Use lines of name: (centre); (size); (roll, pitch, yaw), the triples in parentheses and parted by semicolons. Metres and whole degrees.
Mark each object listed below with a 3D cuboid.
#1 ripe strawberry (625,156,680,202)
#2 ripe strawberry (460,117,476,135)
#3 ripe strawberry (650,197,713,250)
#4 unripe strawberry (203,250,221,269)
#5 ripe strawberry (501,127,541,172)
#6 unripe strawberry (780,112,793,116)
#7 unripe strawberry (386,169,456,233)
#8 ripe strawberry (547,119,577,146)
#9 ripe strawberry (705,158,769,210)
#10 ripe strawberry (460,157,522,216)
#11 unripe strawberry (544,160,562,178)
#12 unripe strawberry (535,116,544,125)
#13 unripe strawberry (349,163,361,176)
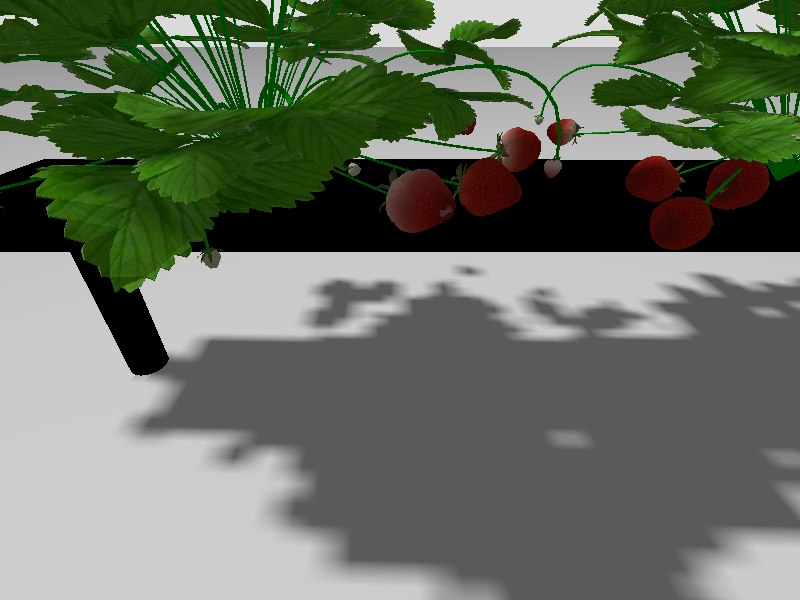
ripe strawberry: (0.186, -0.090, 0.298); (0.036, 0.031, 0.036); (-12, 36, -16)
ripe strawberry: (0.082, -0.218, 0.497); (0.027, 0.029, 0.030); (31, 4, 38)
ripe strawberry: (0.159, -0.043, 0.231); (0.033, 0.032, 0.030); (-24, 41, -30)
unripe strawberry: (-0.099, -0.021, 0.210); (0.009, 0.010, 0.010); (-4, 34, -6)
ripe strawberry: (0.107, -0.133, 0.357); (0.037, 0.039, 0.034); (-3, 34, -5)
unripe strawberry: (0.455, -0.209, 0.478); (0.026, 0.030, 0.028); (23, 40, 30)
unripe strawberry: (0.014, -0.059, 0.246); (0.039, 0.039, 0.043); (26, 41, 32)
ripe strawberry: (0.181, -0.189, 0.449); (0.031, 0.027, 0.031); (25, 41, 33)
ripe strawberry: (0.238, -0.081, 0.285); (0.037, 0.037, 0.035); (-23, 40, -29)
ripe strawberry: (0.063, -0.077, 0.276); (0.040, 0.039, 0.037); (14, 36, 19)
unripe strawberry: (0.126, -0.108, 0.330); (0.015, 0.015, 0.014); (2, 34, 3)
unripe strawberry: (0.164, -0.212, 0.473); (0.010, 0.010, 0.009); (28, 43, 35)
unripe strawberry: (-0.040, -0.116, 0.355); (0.011, 0.011, 0.010); (4, 33, -11)
